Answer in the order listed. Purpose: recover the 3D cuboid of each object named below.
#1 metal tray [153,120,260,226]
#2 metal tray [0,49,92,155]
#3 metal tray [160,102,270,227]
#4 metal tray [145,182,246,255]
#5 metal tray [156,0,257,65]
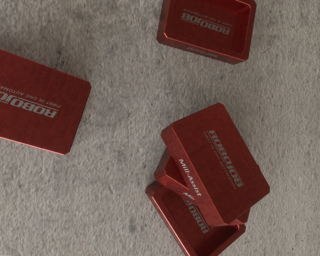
[{"bbox_3d":[0.066,0.058,0.410,0.130,0.030,0.090,34,58,-12],"label":"metal tray"},{"bbox_3d":[-0.155,-0.030,0.349,0.131,0.030,0.090,19,84,-20],"label":"metal tray"},{"bbox_3d":[0.070,0.042,0.382,0.091,0.030,0.130,-24,82,-34],"label":"metal tray"},{"bbox_3d":[0.051,0.113,0.426,0.090,0.030,0.130,-34,101,-17],"label":"metal tray"},{"bbox_3d":[0.067,-0.149,0.432,0.131,0.030,0.089,11,86,-20],"label":"metal tray"}]
